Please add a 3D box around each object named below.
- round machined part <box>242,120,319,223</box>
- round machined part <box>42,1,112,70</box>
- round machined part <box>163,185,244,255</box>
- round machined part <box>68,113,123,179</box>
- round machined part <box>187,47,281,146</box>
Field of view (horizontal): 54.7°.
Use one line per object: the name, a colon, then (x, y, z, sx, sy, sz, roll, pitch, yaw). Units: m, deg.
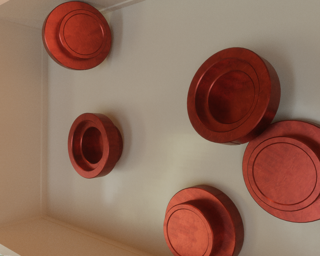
round machined part: (0.124, 0.041, 0.294, 0.098, 0.042, 0.097, 0, 90, 40)
round machined part: (-0.116, -0.133, 0.451, 0.042, 0.099, 0.097, 15, 100, 59)
round machined part: (0.043, 0.118, 0.360, 0.098, 0.042, 0.097, 0, 90, 40)
round machined part: (-0.095, 0.026, 0.474, 0.098, 0.042, 0.097, 0, 90, 40)
round machined part: (0.079, -0.030, 0.323, 0.098, 0.042, 0.098, -12, 72, 44)
